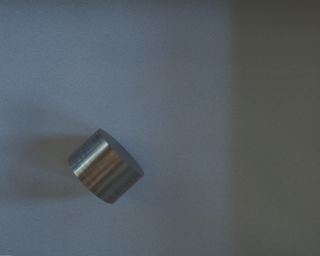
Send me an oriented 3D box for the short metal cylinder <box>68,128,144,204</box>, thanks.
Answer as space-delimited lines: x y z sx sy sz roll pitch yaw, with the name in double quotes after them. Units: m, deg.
-0.065 0.046 0.383 0.050 0.080 0.080 -44 91 0 "short metal cylinder"
